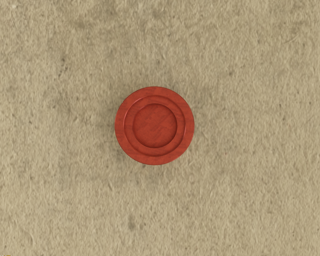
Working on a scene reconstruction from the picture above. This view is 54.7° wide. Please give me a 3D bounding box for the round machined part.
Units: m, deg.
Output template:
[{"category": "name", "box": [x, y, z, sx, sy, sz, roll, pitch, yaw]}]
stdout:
[{"category": "round machined part", "box": [-0.007, -0.003, 0.401, 0.099, 0.042, 0.097, 0, 90, -1]}]
